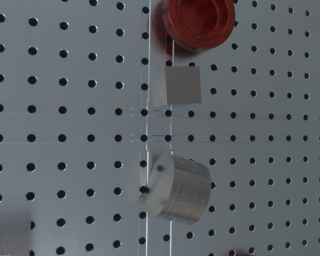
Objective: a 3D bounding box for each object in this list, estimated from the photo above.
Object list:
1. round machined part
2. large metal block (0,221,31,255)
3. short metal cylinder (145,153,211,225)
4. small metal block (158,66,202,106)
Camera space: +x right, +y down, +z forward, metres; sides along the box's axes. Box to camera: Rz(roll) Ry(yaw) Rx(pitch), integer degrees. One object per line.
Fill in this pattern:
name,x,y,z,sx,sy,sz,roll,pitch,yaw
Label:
round machined part,0.049,-0.152,0.421,0.099,0.042,0.097,0,90,-20
large metal block,-0.183,0.150,0.332,0.081,0.050,0.080,1,90,-20
short metal cylinder,0.021,0.077,0.391,0.050,0.080,0.080,19,84,-19
small metal block,0.027,-0.057,0.422,0.050,0.025,0.050,-4,92,-20
